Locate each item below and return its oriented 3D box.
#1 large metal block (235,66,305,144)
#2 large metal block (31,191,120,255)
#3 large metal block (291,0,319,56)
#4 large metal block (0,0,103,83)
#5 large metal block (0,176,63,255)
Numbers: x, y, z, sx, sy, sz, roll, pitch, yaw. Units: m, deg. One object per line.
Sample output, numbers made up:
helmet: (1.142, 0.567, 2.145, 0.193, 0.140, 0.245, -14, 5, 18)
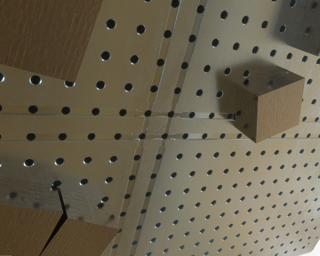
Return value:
large metal block: (0.160, -0.035, 0.460, 0.081, 0.050, 0.080, -21, 127, -16)
large metal block: (-0.116, 0.141, 0.419, 0.080, 0.050, 0.080, 29, 102, -38)
large metal block: (0.245, -0.147, 0.437, 0.081, 0.050, 0.079, -6, 121, -26)
large metal block: (-0.108, -0.095, 0.277, 0.081, 0.050, 0.080, 12, 112, -33)
large metal block: (-0.174, 0.109, 0.367, 0.080, 0.050, 0.080, 21, 107, -36)
